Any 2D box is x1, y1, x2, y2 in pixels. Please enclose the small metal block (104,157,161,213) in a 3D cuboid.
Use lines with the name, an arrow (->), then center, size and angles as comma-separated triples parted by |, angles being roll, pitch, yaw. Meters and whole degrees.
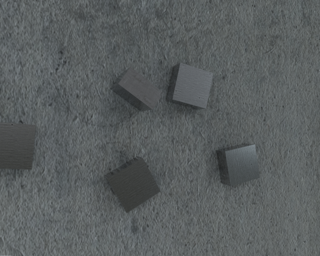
small metal block -> -0.035, 0.071, 0.396 | 0.050, 0.025, 0.050 | -30, 100, -18

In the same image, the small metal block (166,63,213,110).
small metal block -> 0.040, -0.056, 0.424 | 0.050, 0.025, 0.050 | 14, 86, -20

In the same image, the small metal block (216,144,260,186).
small metal block -> 0.113, 0.052, 0.451 | 0.050, 0.025, 0.050 | -11, 94, -20

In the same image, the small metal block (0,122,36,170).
small metal block -> -0.168, 0.019, 0.347 | 0.050, 0.025, 0.050 | 5, 88, -20

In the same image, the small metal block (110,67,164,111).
small metal block -> -0.030, -0.046, 0.384 | 0.050, 0.050, 0.025 | 37, 78, -17
